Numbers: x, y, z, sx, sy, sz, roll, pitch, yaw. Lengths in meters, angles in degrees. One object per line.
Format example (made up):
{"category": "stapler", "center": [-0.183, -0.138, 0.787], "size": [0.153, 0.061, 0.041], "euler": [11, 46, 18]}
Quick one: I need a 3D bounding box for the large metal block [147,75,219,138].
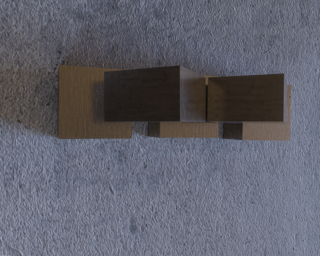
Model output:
{"category": "large metal block", "center": [0.030, -0.028, 0.409], "size": [0.081, 0.050, 0.079], "euler": [1, 90, -21]}

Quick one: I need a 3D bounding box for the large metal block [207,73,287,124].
{"category": "large metal block", "center": [0.107, -0.031, 0.371], "size": [0.080, 0.080, 0.050], "euler": [1, 89, 24]}

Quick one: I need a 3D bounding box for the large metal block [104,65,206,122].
{"category": "large metal block", "center": [-0.002, -0.032, 0.328], "size": [0.080, 0.080, 0.050], "euler": [-2, 92, -66]}

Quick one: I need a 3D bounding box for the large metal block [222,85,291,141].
{"category": "large metal block", "center": [0.140, -0.023, 0.451], "size": [0.081, 0.050, 0.079], "euler": [2, 90, -21]}

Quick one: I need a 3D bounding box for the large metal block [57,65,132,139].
{"category": "large metal block", "center": [-0.079, -0.028, 0.369], "size": [0.081, 0.050, 0.079], "euler": [0, 90, -21]}
